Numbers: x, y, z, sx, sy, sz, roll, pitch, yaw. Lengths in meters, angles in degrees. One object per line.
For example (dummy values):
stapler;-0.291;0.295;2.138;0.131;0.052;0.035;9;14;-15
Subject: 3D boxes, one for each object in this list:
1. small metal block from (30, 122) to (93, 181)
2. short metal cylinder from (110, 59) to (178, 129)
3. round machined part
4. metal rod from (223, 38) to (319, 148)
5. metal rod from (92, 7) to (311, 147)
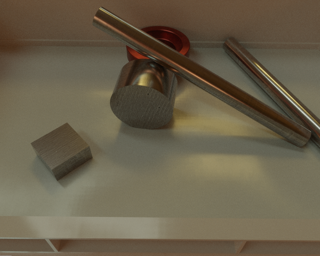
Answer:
small metal block;-0.120;0.028;0.380;0.050;0.025;0.050;-35;58;-26
short metal cylinder;-0.020;-0.043;0.405;0.080;0.080;0.050;7;51;5
round machined part;-0.003;-0.117;0.492;0.099;0.042;0.098;0;50;0
metal rod;0.180;-0.038;0.439;0.025;0.025;0.300;-19;53;-16
metal rod;0.055;-0.061;0.386;0.301;0.025;0.025;30;53;-5
